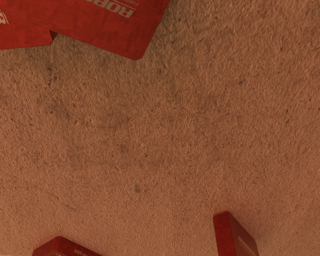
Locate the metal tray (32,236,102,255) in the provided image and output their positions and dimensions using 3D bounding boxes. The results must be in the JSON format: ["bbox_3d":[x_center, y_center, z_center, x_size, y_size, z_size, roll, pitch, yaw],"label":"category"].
[{"bbox_3d":[-0.185,0.276,0.636,0.090,0.030,0.130,-35,122,26],"label":"metal tray"}]

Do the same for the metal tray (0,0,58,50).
[{"bbox_3d":[-0.157,-0.139,0.284,0.091,0.030,0.129,-5,130,4],"label":"metal tray"}]

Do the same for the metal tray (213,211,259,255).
[{"bbox_3d":[0.142,0.220,0.553,0.030,0.090,0.130,-27,125,21],"label":"metal tray"}]

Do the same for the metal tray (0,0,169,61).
[{"bbox_3d":[-0.060,-0.123,0.274,0.131,0.030,0.089,14,122,-27],"label":"metal tray"}]
